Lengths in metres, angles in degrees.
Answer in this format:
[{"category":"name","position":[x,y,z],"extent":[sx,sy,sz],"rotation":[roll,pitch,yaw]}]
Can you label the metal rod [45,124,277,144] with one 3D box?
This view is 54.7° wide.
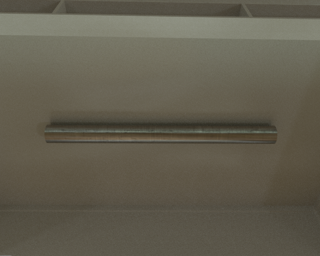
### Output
[{"category":"metal rod","position":[0.002,0.008,0.414],"extent":[0.302,0.025,0.025],"rotation":[0,130,-1]}]
